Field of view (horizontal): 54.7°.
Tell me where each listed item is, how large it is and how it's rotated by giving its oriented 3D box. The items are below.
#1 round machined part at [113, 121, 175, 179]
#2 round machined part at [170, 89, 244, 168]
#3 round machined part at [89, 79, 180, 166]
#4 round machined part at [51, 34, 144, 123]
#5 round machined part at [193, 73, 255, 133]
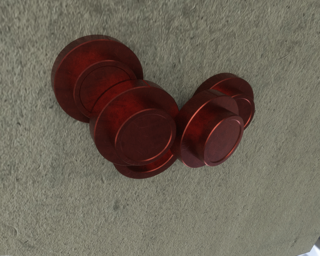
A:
[{"bbox_3d":[-0.020,0.014,0.396,0.099,0.042,0.097,-14,125,-21],"label":"round machined part"},{"bbox_3d":[0.062,0.007,0.369,0.099,0.042,0.097,-24,131,-31],"label":"round machined part"},{"bbox_3d":[-0.022,0.001,0.332,0.099,0.042,0.097,-14,125,-21],"label":"round machined part"},{"bbox_3d":[-0.063,-0.047,0.334,0.099,0.042,0.097,-14,125,-21],"label":"round machined part"},{"bbox_3d":[0.093,-0.024,0.434,0.099,0.042,0.097,-14,125,-21],"label":"round machined part"}]
